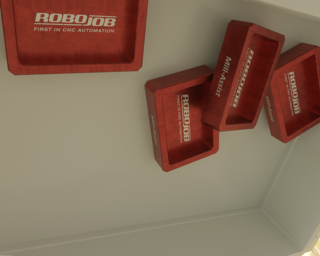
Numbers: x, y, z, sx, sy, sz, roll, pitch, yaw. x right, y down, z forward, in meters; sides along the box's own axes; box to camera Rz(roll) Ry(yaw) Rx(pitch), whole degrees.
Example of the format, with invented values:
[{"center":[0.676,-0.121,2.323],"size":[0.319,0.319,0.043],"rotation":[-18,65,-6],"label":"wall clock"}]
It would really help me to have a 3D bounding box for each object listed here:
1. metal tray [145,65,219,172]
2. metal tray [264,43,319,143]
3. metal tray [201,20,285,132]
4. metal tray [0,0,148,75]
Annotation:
[{"center":[0.034,-0.010,0.416],"size":[0.091,0.030,0.129],"rotation":[-19,126,-17],"label":"metal tray"},{"center":[0.204,-0.051,0.473],"size":[0.090,0.030,0.130],"rotation":[-30,121,-8],"label":"metal tray"},{"center":[0.107,-0.062,0.396],"size":[0.091,0.030,0.129],"rotation":[-3,114,-45],"label":"metal tray"},{"center":[-0.079,-0.100,0.299],"size":[0.131,0.030,0.089],"rotation":[-7,122,-25],"label":"metal tray"}]
